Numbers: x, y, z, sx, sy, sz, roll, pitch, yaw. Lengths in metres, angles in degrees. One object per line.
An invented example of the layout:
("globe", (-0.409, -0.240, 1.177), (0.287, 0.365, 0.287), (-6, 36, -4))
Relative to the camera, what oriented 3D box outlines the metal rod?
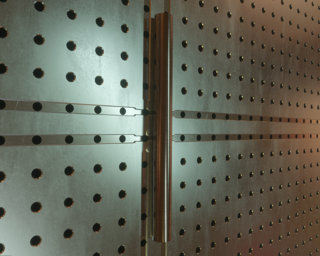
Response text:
("metal rod", (0.004, -0.001, 0.414), (0.025, 0.025, 0.298), (1, 90, -40))
